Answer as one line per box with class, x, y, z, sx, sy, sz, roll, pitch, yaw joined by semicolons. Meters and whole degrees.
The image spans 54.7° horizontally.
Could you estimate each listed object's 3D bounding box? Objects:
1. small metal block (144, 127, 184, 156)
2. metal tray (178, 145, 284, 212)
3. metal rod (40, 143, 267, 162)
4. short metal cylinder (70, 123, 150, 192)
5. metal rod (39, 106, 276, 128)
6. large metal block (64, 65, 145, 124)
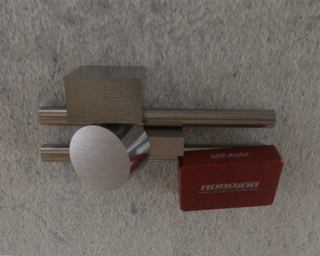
small metal block;0.004;0.014;0.402;0.050;0.050;0.025;1;110;-1
metal tray;0.091;0.070;0.420;0.131;0.030;0.089;-4;128;-1
metal rod;-0.007;0.034;0.424;0.302;0.025;0.025;0;110;-1
short metal cylinder;-0.059;0.028;0.369;0.080;0.050;0.079;8;110;22
metal rod;-0.002;-0.014;0.406;0.302;0.025;0.025;1;110;-1
large metal block;-0.060;-0.042;0.366;0.081;0.080;0.050;1;110;-1
